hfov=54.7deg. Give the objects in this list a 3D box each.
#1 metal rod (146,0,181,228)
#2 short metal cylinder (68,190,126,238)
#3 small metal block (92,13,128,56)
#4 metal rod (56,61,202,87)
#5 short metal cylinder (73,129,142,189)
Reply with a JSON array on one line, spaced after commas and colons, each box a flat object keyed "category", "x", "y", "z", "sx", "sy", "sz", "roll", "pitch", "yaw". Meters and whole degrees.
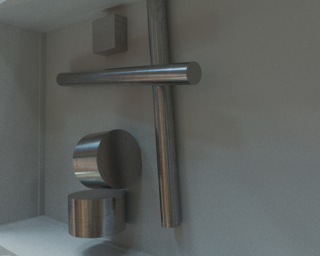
[{"category": "metal rod", "x": 0.004, "y": -0.025, "z": 0.401, "sx": 0.025, "sy": 0.025, "sz": 0.298, "roll": -6, "pitch": 86, "yaw": 39}, {"category": "short metal cylinder", "x": -0.089, "y": 0.119, "z": 0.442, "sx": 0.080, "sy": 0.081, "sz": 0.050, "roll": -2, "pitch": 89, "yaw": 39}, {"category": "small metal block", "x": -0.076, "y": -0.139, "z": 0.467, "sx": 0.050, "sy": 0.025, "sz": 0.050, "roll": -1, "pitch": 89, "yaw": 39}, {"category": "metal rod", "x": -0.067, "y": -0.072, "z": 0.437, "sx": 0.300, "sy": 0.025, "sz": 0.025, "roll": 7, "pitch": 95, "yaw": 46}, {"category": "short metal cylinder", "x": -0.071, "y": 0.044, "z": 0.428, "sx": 0.050, "sy": 0.081, "sz": 0.080, "roll": -9, "pitch": 85, "yaw": 39}]
